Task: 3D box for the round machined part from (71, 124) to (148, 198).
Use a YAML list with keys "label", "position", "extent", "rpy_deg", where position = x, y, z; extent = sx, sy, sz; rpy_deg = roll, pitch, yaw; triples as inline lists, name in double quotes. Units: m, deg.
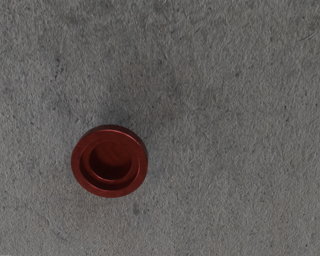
- label: "round machined part"
  position: [-0.064, 0.041, 0.415]
  extent: [0.099, 0.042, 0.097]
  rpy_deg: [0, 110, 0]
